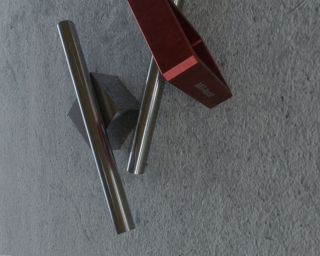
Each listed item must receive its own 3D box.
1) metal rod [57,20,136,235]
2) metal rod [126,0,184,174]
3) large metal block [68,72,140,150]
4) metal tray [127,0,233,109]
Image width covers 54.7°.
[{"bbox_3d":[-0.089,-0.012,0.410,0.025,0.025,0.299,-30,72,35],"label":"metal rod"},{"bbox_3d":[-0.001,-0.083,0.403,0.025,0.025,0.298,22,103,37],"label":"metal rod"},{"bbox_3d":[-0.080,-0.023,0.452,0.080,0.050,0.080,50,119,28],"label":"large metal block"},{"bbox_3d":[0.026,-0.075,0.311,0.030,0.130,0.090,-30,71,19],"label":"metal tray"}]
